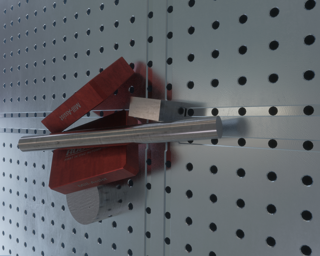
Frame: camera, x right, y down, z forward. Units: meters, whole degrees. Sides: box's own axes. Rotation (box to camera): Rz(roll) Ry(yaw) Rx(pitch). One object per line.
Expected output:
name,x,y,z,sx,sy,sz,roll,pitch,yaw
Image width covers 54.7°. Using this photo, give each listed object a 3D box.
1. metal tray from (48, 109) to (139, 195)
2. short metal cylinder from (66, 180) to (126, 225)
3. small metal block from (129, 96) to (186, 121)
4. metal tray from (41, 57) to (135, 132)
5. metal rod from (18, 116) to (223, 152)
metal tray,-0.094,0.035,0.441,0.130,0.030,0.090,-18,55,22
short metal cylinder,-0.099,0.102,0.475,0.080,0.050,0.079,1,91,40
small metal block,-0.003,-0.024,0.396,0.050,0.050,0.025,11,97,39
metal tray,-0.105,-0.045,0.453,0.130,0.090,0.030,-29,107,36
metal rod,-0.070,0.012,0.401,0.300,0.025,0.025,-5,87,26
